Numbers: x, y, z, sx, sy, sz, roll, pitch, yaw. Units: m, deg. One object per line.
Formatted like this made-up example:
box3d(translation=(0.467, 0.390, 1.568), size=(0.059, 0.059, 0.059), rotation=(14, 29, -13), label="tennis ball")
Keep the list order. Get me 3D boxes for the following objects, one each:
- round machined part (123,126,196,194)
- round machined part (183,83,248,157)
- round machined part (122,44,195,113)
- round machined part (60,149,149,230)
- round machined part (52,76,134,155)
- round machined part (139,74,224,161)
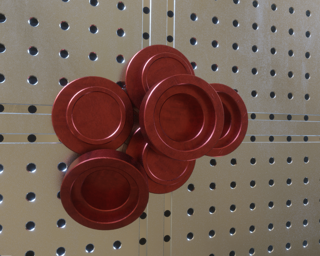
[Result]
box3d(translation=(0.003, 0.038, 0.404), size=(0.099, 0.042, 0.097), rotation=(0, 90, -20), label="round machined part")
box3d(translation=(0.068, -0.011, 0.428), size=(0.099, 0.042, 0.097), rotation=(0, 90, -20), label="round machined part")
box3d(translation=(0.003, -0.060, 0.404), size=(0.099, 0.042, 0.097), rotation=(0, 90, -20), label="round machined part")
box3d(translation=(-0.063, 0.068, 0.366), size=(0.099, 0.042, 0.097), rotation=(-2, 112, -4), label="round machined part")
box3d(translation=(-0.079, -0.014, 0.374), size=(0.099, 0.042, 0.097), rotation=(0, 90, -20), label="round machined part")
box3d(translation=(0.022, -0.012, 0.366), size=(0.099, 0.042, 0.097), rotation=(0, 90, -20), label="round machined part")
